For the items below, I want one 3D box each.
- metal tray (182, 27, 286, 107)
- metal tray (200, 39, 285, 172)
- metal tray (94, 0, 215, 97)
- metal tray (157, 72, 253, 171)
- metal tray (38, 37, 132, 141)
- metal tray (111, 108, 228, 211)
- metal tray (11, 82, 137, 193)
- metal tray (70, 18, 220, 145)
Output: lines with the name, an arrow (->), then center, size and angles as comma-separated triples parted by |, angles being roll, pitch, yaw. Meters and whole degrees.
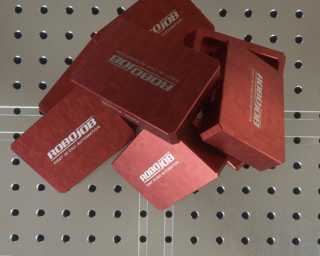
metal tray -> 0.090, -0.063, 0.389 | 0.131, 0.030, 0.090 | 10, 90, -20
metal tray -> 0.097, -0.028, 0.348 | 0.090, 0.030, 0.130 | 28, 54, -20
metal tray -> -0.006, -0.114, 0.392 | 0.130, 0.030, 0.090 | -43, 92, -14
metal tray -> 0.050, -0.008, 0.382 | 0.130, 0.090, 0.030 | 44, 91, 1
metal tray -> -0.082, -0.049, 0.410 | 0.090, 0.030, 0.130 | 39, 90, 0
metal tray -> 0.005, 0.041, 0.367 | 0.090, 0.129, 0.030 | 43, 48, -1
metal tray -> -0.105, 0.011, 0.388 | 0.130, 0.030, 0.090 | -38, 106, 11
metal tray -> -0.015, -0.052, 0.323 | 0.130, 0.030, 0.090 | 29, 75, 19
